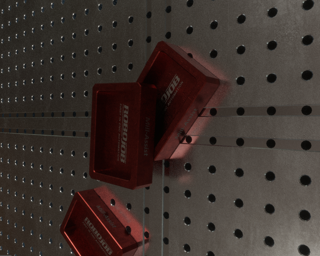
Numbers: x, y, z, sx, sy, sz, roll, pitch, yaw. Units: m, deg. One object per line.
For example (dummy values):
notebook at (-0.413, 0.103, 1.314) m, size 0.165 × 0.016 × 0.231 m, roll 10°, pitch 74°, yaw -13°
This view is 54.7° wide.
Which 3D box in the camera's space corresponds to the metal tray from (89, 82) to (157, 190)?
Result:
metal tray at (-0.051, 0.007, 0.405) m, size 0.090 × 0.030 × 0.129 m, roll 5°, pitch 93°, yaw 39°

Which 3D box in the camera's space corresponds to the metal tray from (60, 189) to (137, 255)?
metal tray at (-0.101, 0.171, 0.486) m, size 0.130 × 0.030 × 0.089 m, roll 40°, pitch 114°, yaw 32°

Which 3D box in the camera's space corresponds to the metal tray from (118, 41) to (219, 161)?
metal tray at (0.004, -0.033, 0.400) m, size 0.090 × 0.030 × 0.129 m, roll 47°, pitch 117°, yaw 29°
